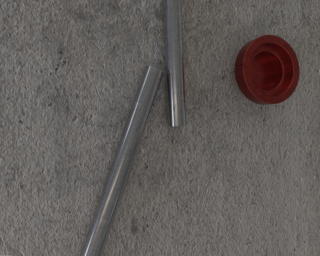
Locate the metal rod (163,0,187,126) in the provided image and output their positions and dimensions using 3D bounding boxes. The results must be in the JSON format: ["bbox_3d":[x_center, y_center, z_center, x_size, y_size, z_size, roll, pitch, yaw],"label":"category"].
[{"bbox_3d":[0.017,-0.152,0.415,0.025,0.025,0.298,-3,91,-20],"label":"metal rod"}]

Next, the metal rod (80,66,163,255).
[{"bbox_3d":[-0.054,0.065,0.389,0.025,0.025,0.299,21,83,-19],"label":"metal rod"}]

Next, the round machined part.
[{"bbox_3d":[0.151,-0.083,0.456,0.099,0.042,0.097,0,90,-20],"label":"round machined part"}]
